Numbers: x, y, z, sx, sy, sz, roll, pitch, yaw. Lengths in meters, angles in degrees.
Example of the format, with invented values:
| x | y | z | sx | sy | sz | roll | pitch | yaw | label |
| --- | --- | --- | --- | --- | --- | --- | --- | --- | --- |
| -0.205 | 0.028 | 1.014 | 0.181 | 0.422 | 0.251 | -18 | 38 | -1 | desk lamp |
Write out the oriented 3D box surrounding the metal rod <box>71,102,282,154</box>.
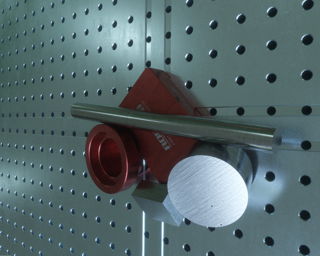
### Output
| x | y | z | sx | sy | sz | roll | pitch | yaw | label |
| --- | --- | --- | --- | --- | --- | --- | --- | --- | --- |
| -0.009 | -0.007 | 0.374 | 0.300 | 0.025 | 0.025 | 9 | 96 | 39 | metal rod |

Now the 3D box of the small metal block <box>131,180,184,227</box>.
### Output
| x | y | z | sx | sy | sz | roll | pitch | yaw | label |
| --- | --- | --- | --- | --- | --- | --- | --- | --- | --- |
| 0.000 | 0.094 | 0.390 | 0.050 | 0.025 | 0.050 | 3 | 136 | 39 | small metal block |

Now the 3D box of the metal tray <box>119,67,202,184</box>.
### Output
| x | y | z | sx | sy | sz | roll | pitch | yaw | label |
| --- | --- | --- | --- | --- | --- | --- | --- | --- | --- |
| 0.002 | -0.004 | 0.404 | 0.090 | 0.030 | 0.130 | -51 | 61 | 27 | metal tray |

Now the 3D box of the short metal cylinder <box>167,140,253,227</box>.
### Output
| x | y | z | sx | sy | sz | roll | pitch | yaw | label |
| --- | --- | --- | --- | --- | --- | --- | --- | --- | --- |
| 0.054 | 0.056 | 0.327 | 0.080 | 0.050 | 0.079 | 7 | 111 | 19 | short metal cylinder |

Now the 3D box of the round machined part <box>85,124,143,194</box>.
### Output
| x | y | z | sx | sy | sz | roll | pitch | yaw | label |
| --- | --- | --- | --- | --- | --- | --- | --- | --- | --- |
| -0.062 | 0.041 | 0.440 | 0.098 | 0.042 | 0.097 | 8 | 102 | 44 | round machined part |
